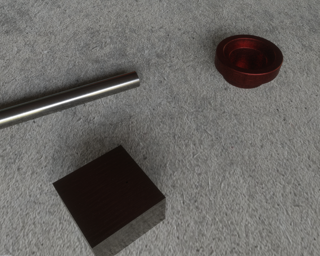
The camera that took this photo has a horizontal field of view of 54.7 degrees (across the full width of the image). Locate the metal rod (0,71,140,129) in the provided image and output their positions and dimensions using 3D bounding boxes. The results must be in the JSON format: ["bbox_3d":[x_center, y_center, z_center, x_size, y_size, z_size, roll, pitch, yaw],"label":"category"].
[{"bbox_3d":[-0.172,-0.025,0.423,0.302,0.025,0.025,-20,53,-16],"label":"metal rod"}]

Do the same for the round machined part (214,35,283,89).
[{"bbox_3d":[0.133,-0.098,0.476,0.099,0.042,0.098,0,50,0],"label":"round machined part"}]

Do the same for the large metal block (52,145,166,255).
[{"bbox_3d":[-0.051,0.077,0.322,0.081,0.050,0.080,-30,56,-23],"label":"large metal block"}]
